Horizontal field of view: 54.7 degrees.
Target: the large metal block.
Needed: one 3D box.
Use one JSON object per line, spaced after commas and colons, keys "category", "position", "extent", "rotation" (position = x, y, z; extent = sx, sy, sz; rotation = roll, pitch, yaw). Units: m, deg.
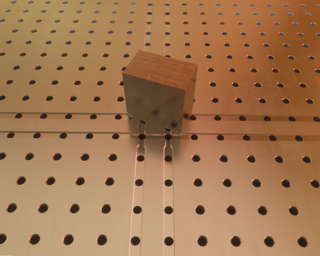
{"category": "large metal block", "position": [0.001, -0.048, 0.412], "extent": [0.080, 0.080, 0.050], "rotation": [17, 52, 13]}
